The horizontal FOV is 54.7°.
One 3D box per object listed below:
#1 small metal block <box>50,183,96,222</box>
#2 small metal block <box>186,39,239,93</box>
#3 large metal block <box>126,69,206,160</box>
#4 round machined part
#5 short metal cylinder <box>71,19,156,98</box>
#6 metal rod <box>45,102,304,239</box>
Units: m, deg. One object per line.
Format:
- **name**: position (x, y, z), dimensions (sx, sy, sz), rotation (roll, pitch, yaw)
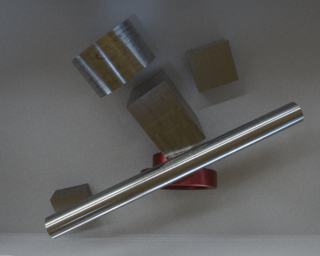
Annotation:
- **small metal block**: position (-0.124, 0.113, 0.451), dimensions (0.050, 0.025, 0.050), rotation (-13, 110, 4)
- **small metal block**: position (0.064, -0.077, 0.384), dimensions (0.050, 0.025, 0.050), rotation (-18, 109, 6)
- **large metal block**: position (0.007, -0.019, 0.375), dimensions (0.050, 0.080, 0.080), rotation (-34, 107, 11)
- **round machined part**: position (0.025, 0.057, 0.404), dimensions (0.099, 0.098, 0.042), rotation (1, 75, -1)
- **short metal cylinder**: position (-0.052, -0.079, 0.352), dimensions (0.080, 0.080, 0.050), rotation (-34, 107, 11)
- **metal rod**: position (0.018, 0.045, 0.344), dimensions (0.301, 0.025, 0.025), rotation (-25, 109, -2)
